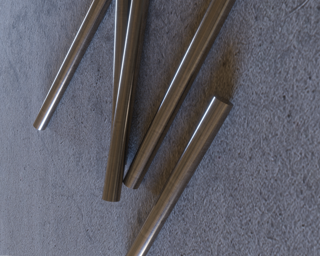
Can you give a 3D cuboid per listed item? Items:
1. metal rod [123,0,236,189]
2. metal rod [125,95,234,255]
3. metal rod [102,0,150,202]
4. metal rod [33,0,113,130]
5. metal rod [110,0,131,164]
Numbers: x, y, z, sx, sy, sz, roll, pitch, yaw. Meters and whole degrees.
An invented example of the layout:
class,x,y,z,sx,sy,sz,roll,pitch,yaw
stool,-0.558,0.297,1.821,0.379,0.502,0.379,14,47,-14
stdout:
class,x,y,z,sx,sy,sz,roll,pitch,yaw
metal rod,0.022,-0.046,0.386,0.025,0.025,0.298,41,114,32
metal rod,0.008,0.094,0.398,0.025,0.025,0.298,40,114,32
metal rod,-0.046,-0.048,0.427,0.025,0.025,0.298,9,91,39
metal rod,-0.152,-0.111,0.530,0.025,0.025,0.298,52,120,27
metal rod,-0.055,-0.096,0.450,0.025,0.025,0.298,4,93,40
